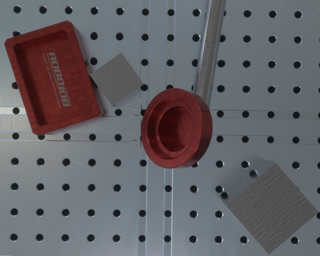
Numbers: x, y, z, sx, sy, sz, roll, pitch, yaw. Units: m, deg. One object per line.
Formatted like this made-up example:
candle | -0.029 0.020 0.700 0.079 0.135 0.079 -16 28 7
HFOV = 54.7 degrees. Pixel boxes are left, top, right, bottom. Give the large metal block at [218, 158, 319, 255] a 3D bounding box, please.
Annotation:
large metal block | 0.137 0.098 0.402 0.080 0.050 0.080 -41 90 0

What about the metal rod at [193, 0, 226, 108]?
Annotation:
metal rod | 0.067 -0.115 0.413 0.025 0.025 0.298 9 90 0

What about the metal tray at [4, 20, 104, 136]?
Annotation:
metal tray | -0.137 -0.064 0.409 0.090 0.030 0.129 -18 90 0

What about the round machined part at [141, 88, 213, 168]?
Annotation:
round machined part | 0.025 0.002 0.388 0.098 0.042 0.097 -7 79 42

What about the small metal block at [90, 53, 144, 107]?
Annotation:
small metal block | -0.056 -0.063 0.413 0.050 0.025 0.050 -35 90 0
